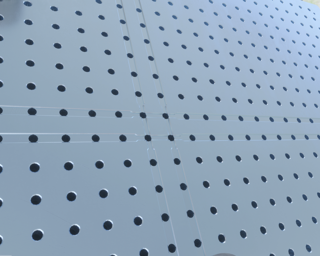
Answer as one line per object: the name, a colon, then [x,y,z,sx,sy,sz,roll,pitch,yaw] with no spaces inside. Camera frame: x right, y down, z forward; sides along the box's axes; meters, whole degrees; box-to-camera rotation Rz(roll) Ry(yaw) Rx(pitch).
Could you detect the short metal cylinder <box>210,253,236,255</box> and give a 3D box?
short metal cylinder: [0.057,0.174,0.316,0.081,0.050,0.080,14,56,-21]
